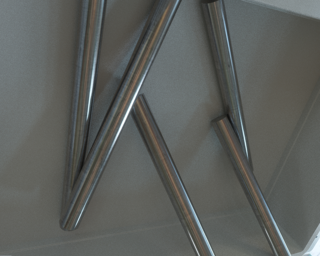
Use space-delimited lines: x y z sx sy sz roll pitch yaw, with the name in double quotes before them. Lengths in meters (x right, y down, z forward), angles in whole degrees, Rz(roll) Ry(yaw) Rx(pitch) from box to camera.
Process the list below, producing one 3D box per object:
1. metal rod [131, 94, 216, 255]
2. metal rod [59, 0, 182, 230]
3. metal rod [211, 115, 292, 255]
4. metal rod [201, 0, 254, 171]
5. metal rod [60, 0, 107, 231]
"metal rod" 0.028 0.097 0.404 0.025 0.025 0.299 -27 103 -12
"metal rod" -0.048 -0.015 0.353 0.025 0.025 0.298 18 103 -35
"metal rod" 0.152 0.117 0.479 0.025 0.025 0.299 -29 102 -10
"metal rod" 0.103 -0.037 0.441 0.025 0.025 0.299 -30 129 -9
"metal rod" -0.093 0.001 0.358 0.025 0.025 0.298 -1 119 -28
